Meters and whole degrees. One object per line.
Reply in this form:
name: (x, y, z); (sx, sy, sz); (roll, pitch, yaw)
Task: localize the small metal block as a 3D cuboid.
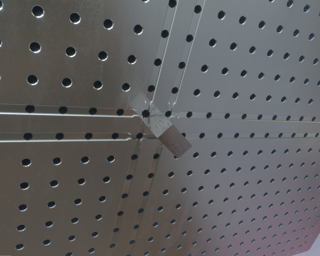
small metal block: (0.009, 0.006, 0.405); (0.025, 0.050, 0.050); (-43, 130, 1)
